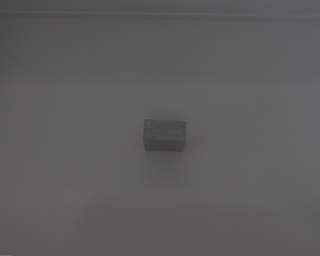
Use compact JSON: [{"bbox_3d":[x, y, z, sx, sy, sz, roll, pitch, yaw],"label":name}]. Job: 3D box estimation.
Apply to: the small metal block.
[{"bbox_3d":[0.006,0.011,0.393,0.050,0.050,0.025,3,70,1],"label":"small metal block"}]
